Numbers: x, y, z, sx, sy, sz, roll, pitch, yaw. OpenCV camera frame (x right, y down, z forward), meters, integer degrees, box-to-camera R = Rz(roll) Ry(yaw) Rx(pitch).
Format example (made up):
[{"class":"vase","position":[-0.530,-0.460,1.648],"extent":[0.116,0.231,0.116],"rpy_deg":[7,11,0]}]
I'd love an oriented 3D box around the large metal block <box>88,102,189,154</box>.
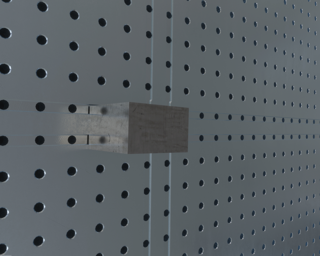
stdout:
[{"class":"large metal block","position":[-0.025,0.001,0.352],"extent":[0.081,0.080,0.050],"rpy_deg":[2,89,-40]}]
